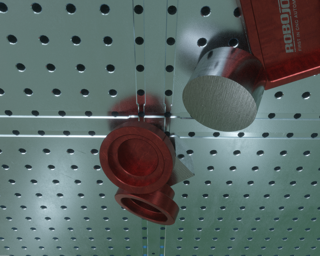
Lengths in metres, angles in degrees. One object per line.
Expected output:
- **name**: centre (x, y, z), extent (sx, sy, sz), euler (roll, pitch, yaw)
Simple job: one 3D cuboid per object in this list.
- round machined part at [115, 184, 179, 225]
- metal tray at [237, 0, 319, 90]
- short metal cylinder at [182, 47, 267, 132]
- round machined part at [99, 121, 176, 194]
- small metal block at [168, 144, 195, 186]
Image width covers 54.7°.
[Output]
- **round machined part**: centre (-0.016, 0.107, 0.475), extent (0.098, 0.042, 0.098), euler (18, 149, 12)
- **metal tray**: centre (0.134, -0.109, 0.317), extent (0.090, 0.030, 0.130), euler (-18, 128, 14)
- **short metal cylinder**: centre (0.071, -0.041, 0.342), extent (0.080, 0.050, 0.080), euler (18, 143, 15)
- **round machined part**: centre (-0.027, 0.036, 0.416), extent (0.098, 0.042, 0.097), euler (4, 112, 11)
- **small metal block**: centre (0.016, 0.058, 0.461), extent (0.050, 0.025, 0.050), euler (-28, 125, 21)
